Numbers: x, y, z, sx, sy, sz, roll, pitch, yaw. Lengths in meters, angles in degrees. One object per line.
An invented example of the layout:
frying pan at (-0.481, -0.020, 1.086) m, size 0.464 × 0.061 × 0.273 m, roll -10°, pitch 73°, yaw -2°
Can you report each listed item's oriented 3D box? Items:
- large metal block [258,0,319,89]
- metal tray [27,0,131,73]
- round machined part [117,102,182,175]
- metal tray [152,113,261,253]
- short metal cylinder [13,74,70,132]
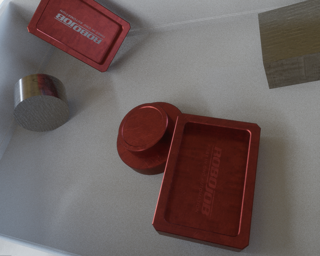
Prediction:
large metal block at (0.164, -0.099, 0.365) m, size 0.080 × 0.050 × 0.080 m, roll -9°, pitch 58°, yaw 23°
metal tray at (-0.124, -0.158, 0.485) m, size 0.090 × 0.131 × 0.030 m, roll -59°, pitch 24°, yaw 7°
round machined part at (-0.014, 0.007, 0.396) m, size 0.098 × 0.042 × 0.098 m, roll -13°, pitch 56°, yaw 20°
metal tray at (0.052, 0.052, 0.325) m, size 0.090 × 0.030 × 0.130 m, roll 9°, pitch 65°, yaw 12°
short metal cylinder at (-0.188, -0.039, 0.491) m, size 0.080 × 0.080 × 0.050 m, roll -30°, pitch 52°, yaw 9°
